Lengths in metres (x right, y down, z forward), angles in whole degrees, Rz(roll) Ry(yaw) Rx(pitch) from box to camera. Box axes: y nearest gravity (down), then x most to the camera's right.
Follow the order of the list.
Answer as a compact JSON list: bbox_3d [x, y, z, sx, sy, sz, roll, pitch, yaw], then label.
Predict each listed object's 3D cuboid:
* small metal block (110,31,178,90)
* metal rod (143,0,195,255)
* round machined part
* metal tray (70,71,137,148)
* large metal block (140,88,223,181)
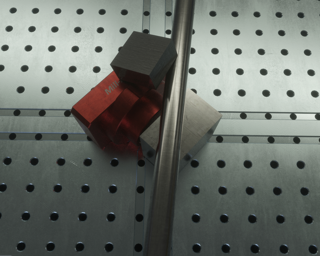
[{"bbox_3d":[-0.017,-0.074,0.335,0.050,0.025,0.050,20,68,26],"label":"small metal block"},{"bbox_3d":[0.014,-0.021,0.334,0.025,0.025,0.299,7,70,2],"label":"metal rod"},{"bbox_3d":[-0.021,-0.016,0.383,0.042,0.098,0.098,41,75,13],"label":"round machined part"},{"bbox_3d":[-0.044,-0.040,0.391,0.030,0.090,0.130,41,75,13],"label":"metal tray"},{"bbox_3d":[0.024,0.011,0.376,0.050,0.080,0.080,41,75,13],"label":"large metal block"}]
